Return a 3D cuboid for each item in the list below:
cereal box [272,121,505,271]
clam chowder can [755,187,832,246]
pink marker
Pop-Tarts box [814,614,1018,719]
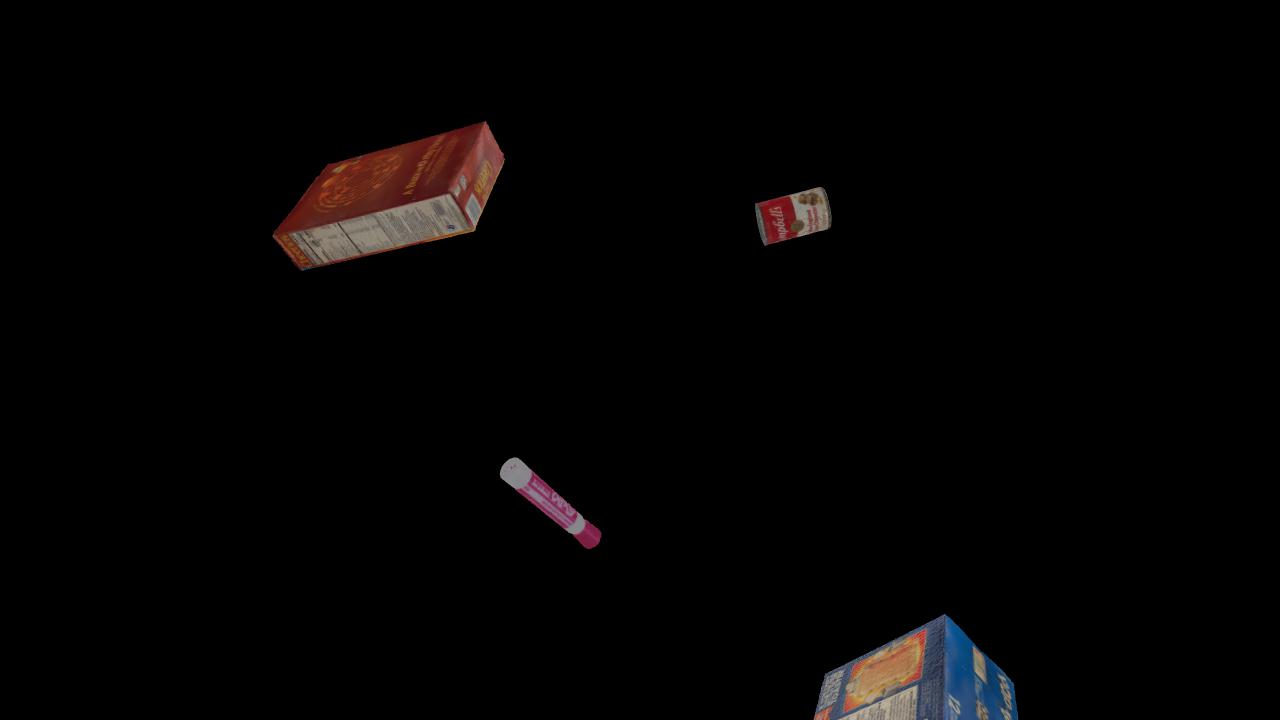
[{"bbox_3d":[-0.377,-0.252,0.943,0.306,0.203,0.081,-10,-45,15],"label":"cereal box"},{"bbox_3d":[0.235,-0.222,0.948,0.102,0.068,0.068,-14,-2,7],"label":"clam chowder can"},{"bbox_3d":[-0.067,0.117,0.488,0.020,0.020,0.121,0,-39,38],"label":"pink marker"},{"bbox_3d":[0.208,0.307,0.479,0.141,0.083,0.167,-46,-8,30],"label":"Pop-Tarts box"}]
